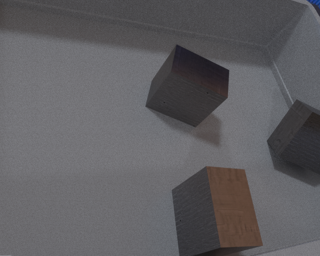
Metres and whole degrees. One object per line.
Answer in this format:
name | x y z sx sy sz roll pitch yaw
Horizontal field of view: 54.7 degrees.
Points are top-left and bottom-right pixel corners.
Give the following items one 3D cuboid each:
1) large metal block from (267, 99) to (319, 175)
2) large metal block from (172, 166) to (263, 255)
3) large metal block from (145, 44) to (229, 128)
large metal block | 0.228 0.014 0.474 0.080 0.080 0.050 23 22 -14
large metal block | 0.058 0.096 0.343 0.050 0.080 0.080 8 58 -24
large metal block | 0.036 -0.054 0.423 0.080 0.080 0.050 22 54 -15
